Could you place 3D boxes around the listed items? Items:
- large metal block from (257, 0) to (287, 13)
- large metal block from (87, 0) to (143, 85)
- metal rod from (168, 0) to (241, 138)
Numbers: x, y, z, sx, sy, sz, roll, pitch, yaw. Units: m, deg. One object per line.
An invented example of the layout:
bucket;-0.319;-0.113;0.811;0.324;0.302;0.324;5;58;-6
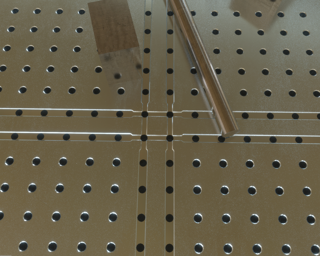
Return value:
large metal block;0.180;-0.245;0.489;0.080;0.050;0.080;39;74;13
large metal block;-0.059;-0.117;0.425;0.050;0.080;0.080;-13;71;-5
metal rod;0.050;-0.127;0.458;0.025;0.025;0.299;-16;71;-6
